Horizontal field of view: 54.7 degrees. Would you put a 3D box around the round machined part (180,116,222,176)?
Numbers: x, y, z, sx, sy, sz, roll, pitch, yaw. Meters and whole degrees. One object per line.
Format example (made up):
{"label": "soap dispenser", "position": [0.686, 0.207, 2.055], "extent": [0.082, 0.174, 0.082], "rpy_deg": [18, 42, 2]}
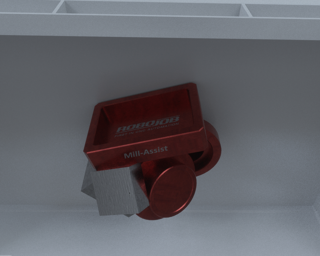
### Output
{"label": "round machined part", "position": [0.030, 0.021, 0.416], "extent": [0.099, 0.042, 0.097], "rpy_deg": [-1, 130, 0]}

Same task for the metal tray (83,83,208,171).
{"label": "metal tray", "position": [-0.016, -0.004, 0.360], "extent": [0.131, 0.090, 0.030], "rpy_deg": [-11, 130, 9]}

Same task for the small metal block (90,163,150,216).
{"label": "small metal block", "position": [-0.044, 0.067, 0.343], "extent": [0.050, 0.025, 0.050], "rpy_deg": [-11, 92, 25]}

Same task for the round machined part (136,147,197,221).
{"label": "round machined part", "position": [0.006, 0.070, 0.379], "extent": [0.099, 0.042, 0.097], "rpy_deg": [-12, 112, -31]}

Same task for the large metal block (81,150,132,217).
{"label": "large metal block", "position": [-0.053, 0.061, 0.423], "extent": [0.050, 0.080, 0.080], "rpy_deg": [-36, 122, 26]}
